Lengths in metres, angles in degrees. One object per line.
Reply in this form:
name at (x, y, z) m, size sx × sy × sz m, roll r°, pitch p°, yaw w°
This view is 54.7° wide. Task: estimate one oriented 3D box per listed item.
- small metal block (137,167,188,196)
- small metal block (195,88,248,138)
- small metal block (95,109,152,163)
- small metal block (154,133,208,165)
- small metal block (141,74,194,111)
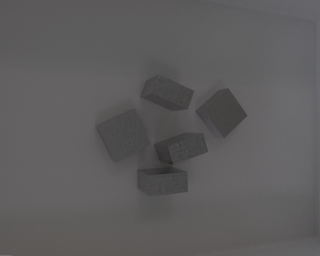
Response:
small metal block at (0.002, 0.067, 0.398) m, size 0.050 × 0.050 × 0.025 m, roll -2°, pitch 91°, yaw -20°
small metal block at (0.088, -0.021, 0.443) m, size 0.050 × 0.025 × 0.050 m, roll -42°, pitch 103°, yaw -15°
small metal block at (-0.047, 0.009, 0.393) m, size 0.050 × 0.025 × 0.050 m, roll -27°, pitch 99°, yaw -18°
small metal block at (0.027, 0.026, 0.407) m, size 0.050 × 0.050 × 0.025 m, roll -19°, pitch 97°, yaw -19°
small metal block at (0.008, -0.044, 0.400) m, size 0.050 × 0.050 × 0.025 m, roll 22°, pitch 83°, yaw -19°
